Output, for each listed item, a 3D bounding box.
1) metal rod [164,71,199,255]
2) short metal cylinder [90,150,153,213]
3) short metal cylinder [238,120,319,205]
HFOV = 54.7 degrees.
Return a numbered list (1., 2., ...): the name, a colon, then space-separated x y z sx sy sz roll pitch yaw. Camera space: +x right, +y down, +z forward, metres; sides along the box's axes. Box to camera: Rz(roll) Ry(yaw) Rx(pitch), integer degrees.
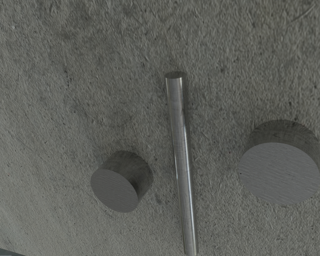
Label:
1. metal rod: 0.034 0.068 0.430 0.025 0.025 0.298 7 122 24
2. short metal cylinder: -0.057 0.081 0.471 0.080 0.050 0.079 13 124 21
3. short metal cylinder: 0.133 0.037 0.344 0.080 0.050 0.079 13 124 21
